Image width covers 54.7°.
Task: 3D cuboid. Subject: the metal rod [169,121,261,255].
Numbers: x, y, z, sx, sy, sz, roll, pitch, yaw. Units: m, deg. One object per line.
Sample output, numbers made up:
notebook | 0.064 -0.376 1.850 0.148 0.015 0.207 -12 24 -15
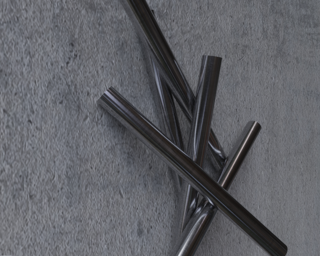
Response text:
metal rod | 0.078 0.087 0.420 0.301 0.025 0.025 -49 119 -38

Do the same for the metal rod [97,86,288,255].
metal rod | 0.046 0.061 0.377 0.300 0.025 0.025 42 62 -9

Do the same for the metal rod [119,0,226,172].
metal rod | 0.035 -0.037 0.405 0.025 0.025 0.299 -53 130 -26

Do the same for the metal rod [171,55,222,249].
metal rod | 0.043 0.058 0.403 0.025 0.025 0.298 1 101 -40

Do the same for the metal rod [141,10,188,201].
metal rod | 0.014 -0.002 0.416 0.025 0.025 0.298 -22 104 -38
